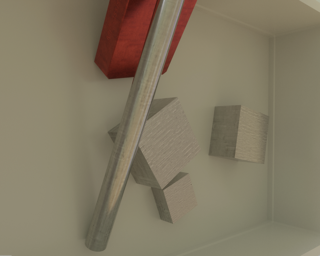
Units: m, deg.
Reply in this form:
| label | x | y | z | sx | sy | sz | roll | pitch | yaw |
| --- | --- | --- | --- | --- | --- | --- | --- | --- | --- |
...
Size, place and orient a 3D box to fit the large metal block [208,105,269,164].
| label | x | y | z | sx | sy | sz | roll | pitch | yaw |
| --- | --- | --- | --- | --- | --- | --- | --- | --- | --- |
| large metal block | 0.129 | 0.012 | 0.502 | 0.081 | 0.050 | 0.080 | 14 | 81 | -39 |

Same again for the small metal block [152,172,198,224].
| label | x | y | z | sx | sy | sz | roll | pitch | yaw |
| --- | --- | --- | --- | --- | --- | --- | --- | --- | --- |
| small metal block | 0.021 | 0.094 | 0.426 | 0.050 | 0.025 | 0.050 | -26 | 107 | -37 |

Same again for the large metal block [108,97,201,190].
| label | x | y | z | sx | sy | sz | roll | pitch | yaw |
| --- | --- | --- | --- | --- | --- | --- | --- | --- | --- |
| large metal block | -0.004 | 0.017 | 0.389 | 0.080 | 0.050 | 0.080 | -40 | 115 | -33 |

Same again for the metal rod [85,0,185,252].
| label | x | y | z | sx | sy | sz | roll | pitch | yaw |
| --- | --- | --- | --- | --- | --- | --- | --- | --- | --- |
| metal rod | -0.027 | -0.007 | 0.318 | 0.025 | 0.025 | 0.298 | 7 | 107 | -40 |

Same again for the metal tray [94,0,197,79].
| label | x | y | z | sx | sy | sz | roll | pitch | yaw |
| --- | --- | --- | --- | --- | --- | --- | --- | --- | --- |
| metal tray | -0.013 | -0.118 | 0.342 | 0.091 | 0.030 | 0.129 | -13 | 141 | -39 |
